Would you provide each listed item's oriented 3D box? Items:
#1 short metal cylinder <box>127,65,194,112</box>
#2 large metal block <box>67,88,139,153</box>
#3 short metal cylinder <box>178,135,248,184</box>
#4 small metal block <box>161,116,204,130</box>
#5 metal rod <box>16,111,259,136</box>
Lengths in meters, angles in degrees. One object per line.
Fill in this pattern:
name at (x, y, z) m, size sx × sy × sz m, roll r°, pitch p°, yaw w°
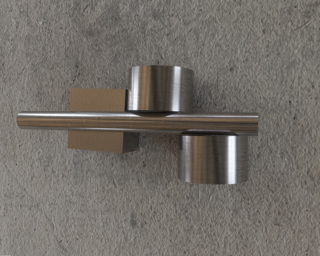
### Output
short metal cylinder at (0.001, -0.045, 0.381) m, size 0.080 × 0.080 × 0.050 m, roll 2°, pitch 91°, yaw 19°
large metal block at (-0.074, -0.011, 0.418) m, size 0.080 × 0.050 × 0.079 m, roll 3°, pitch 91°, yaw 19°
short metal cylinder at (0.061, 0.033, 0.359) m, size 0.080 × 0.080 × 0.050 m, roll 0°, pitch 90°, yaw 19°
small metal block at (0.034, -0.005, 0.383) m, size 0.050 × 0.050 × 0.025 m, roll 1°, pitch 91°, yaw 19°
metal rod at (-0.041, -0.007, 0.369) m, size 0.301 × 0.025 × 0.025 m, roll 1°, pitch 91°, yaw 18°
